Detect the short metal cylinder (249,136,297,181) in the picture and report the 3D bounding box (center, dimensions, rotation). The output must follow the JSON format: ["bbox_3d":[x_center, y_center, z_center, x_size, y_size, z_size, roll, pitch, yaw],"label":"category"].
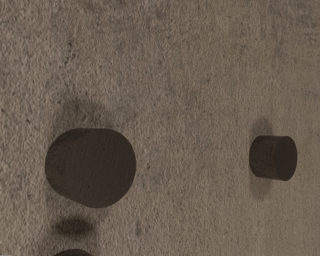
[{"bbox_3d":[0.208,0.054,0.566,0.081,0.050,0.079,0,90,-40],"label":"short metal cylinder"}]

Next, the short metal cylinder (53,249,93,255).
[{"bbox_3d":[-0.086,0.173,0.318,0.081,0.050,0.079,0,90,-40],"label":"short metal cylinder"}]

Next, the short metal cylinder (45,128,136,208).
[{"bbox_3d":[-0.073,0.040,0.329,0.081,0.050,0.079,0,90,-40],"label":"short metal cylinder"}]
